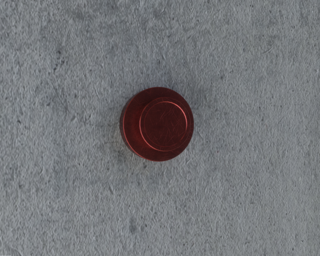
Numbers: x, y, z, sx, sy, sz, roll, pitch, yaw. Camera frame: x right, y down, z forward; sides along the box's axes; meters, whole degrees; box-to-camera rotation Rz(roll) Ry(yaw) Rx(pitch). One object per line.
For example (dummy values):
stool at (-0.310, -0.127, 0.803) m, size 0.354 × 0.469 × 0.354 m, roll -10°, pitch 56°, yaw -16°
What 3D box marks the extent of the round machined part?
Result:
round machined part at (0.000, -0.005, 0.402) m, size 0.099 × 0.042 × 0.097 m, roll 0°, pitch 90°, yaw -21°
